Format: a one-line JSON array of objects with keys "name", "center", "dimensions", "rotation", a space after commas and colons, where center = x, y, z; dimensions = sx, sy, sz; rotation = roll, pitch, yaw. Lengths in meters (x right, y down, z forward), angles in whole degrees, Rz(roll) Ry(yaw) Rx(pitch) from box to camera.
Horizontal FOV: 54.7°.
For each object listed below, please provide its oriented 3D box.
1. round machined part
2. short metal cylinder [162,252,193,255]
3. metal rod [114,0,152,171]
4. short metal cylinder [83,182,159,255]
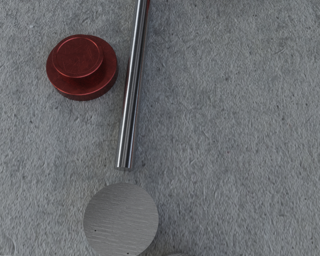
[{"name": "round machined part", "center": [-0.109, -0.090, 0.431], "dimensions": [0.099, 0.042, 0.098], "rotation": [0, 70, -1]}, {"name": "short metal cylinder", "center": [0.020, 0.176, 0.331], "dimensions": [0.081, 0.050, 0.080], "rotation": [0, 70, 0]}, {"name": "metal rod", "center": [-0.034, -0.088, 0.439], "dimensions": [0.025, 0.025, 0.299], "rotation": [4, 70, 1]}, {"name": "short metal cylinder", "center": [-0.042, 0.107, 0.355], "dimensions": [0.081, 0.050, 0.080], "rotation": [0, 70, 0]}]
